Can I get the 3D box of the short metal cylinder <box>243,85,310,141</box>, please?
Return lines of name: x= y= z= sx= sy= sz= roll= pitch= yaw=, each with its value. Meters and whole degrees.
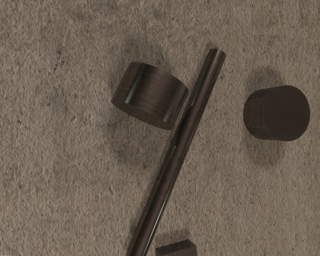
short metal cylinder: x=0.173 y=-0.021 z=0.462 sx=0.081 sy=0.050 sz=0.079 roll=0 pitch=90 yaw=-21

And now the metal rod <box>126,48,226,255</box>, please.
metal rod: x=0.025 y=0.030 z=0.419 sx=0.025 sy=0.025 sz=0.299 roll=26 pitch=81 yaw=-19

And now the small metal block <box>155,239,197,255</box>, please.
small metal block: x=0.024 y=0.186 z=0.419 sx=0.050 sy=0.025 sz=0.050 roll=-8 pitch=93 yaw=-20

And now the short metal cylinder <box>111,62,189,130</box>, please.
short metal cylinder: x=-0.012 y=-0.037 z=0.376 sx=0.080 sy=0.080 sz=0.050 roll=28 pitch=81 yaw=-18
